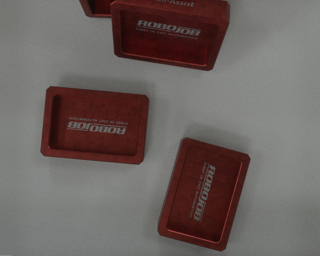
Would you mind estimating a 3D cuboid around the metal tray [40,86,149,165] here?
[{"bbox_3d":[-0.083,-0.003,0.407,0.131,0.030,0.089,5,90,-1],"label":"metal tray"}]

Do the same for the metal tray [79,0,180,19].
[{"bbox_3d":[-0.031,-0.164,0.374,0.131,0.090,0.030,1,87,-3],"label":"metal tray"}]

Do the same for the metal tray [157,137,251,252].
[{"bbox_3d":[0.056,0.085,0.409,0.091,0.030,0.129,15,90,-1],"label":"metal tray"}]

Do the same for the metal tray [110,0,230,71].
[{"bbox_3d":[0.010,-0.118,0.377,0.131,0.090,0.030,9,62,-1],"label":"metal tray"}]
